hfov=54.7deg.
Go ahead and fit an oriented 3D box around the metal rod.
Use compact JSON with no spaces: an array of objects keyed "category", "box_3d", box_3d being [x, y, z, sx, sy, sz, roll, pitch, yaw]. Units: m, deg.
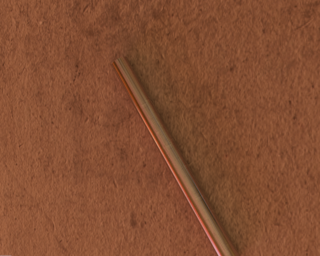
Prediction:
[{"category":"metal rod","box_3d":[0.017,0.037,0.402,0.025,0.025,0.299,-32,80,17]}]
